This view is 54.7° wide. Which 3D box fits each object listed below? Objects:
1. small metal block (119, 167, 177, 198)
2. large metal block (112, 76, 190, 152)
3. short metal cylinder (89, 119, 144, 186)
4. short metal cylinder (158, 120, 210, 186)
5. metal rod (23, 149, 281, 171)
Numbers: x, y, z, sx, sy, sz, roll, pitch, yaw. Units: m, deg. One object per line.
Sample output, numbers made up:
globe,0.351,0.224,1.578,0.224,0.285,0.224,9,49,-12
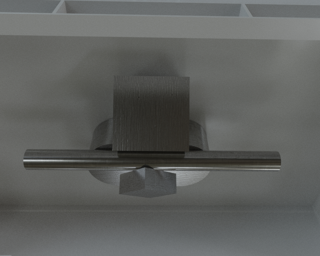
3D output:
small metal block,-0.015,0.070,0.387,0.050,0.025,0.050,18,152,-39
large metal block,-0.009,-0.014,0.352,0.081,0.050,0.080,1,87,-1
short metal cylinder,-0.054,0.033,0.418,0.081,0.050,0.079,0,130,0
short metal cylinder,0.027,0.034,0.421,0.081,0.050,0.079,0,130,0
metal rod,-0.008,0.039,0.375,0.302,0.025,0.025,1,130,-1
